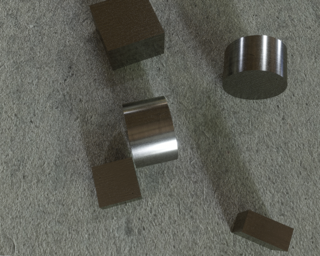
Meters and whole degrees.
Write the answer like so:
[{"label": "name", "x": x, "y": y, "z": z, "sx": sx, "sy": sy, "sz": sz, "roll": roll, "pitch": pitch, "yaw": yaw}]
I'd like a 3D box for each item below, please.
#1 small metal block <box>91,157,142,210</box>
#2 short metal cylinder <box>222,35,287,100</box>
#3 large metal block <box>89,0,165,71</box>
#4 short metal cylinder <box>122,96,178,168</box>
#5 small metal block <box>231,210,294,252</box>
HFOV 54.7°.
[{"label": "small metal block", "x": -0.053, "y": 0.068, "z": 0.382, "sx": 0.050, "sy": 0.025, "sz": 0.050, "roll": -14, "pitch": 71, "yaw": -6}, {"label": "short metal cylinder", "x": 0.125, "y": -0.077, "z": 0.409, "sx": 0.080, "sy": 0.080, "sz": 0.050, "roll": 7, "pitch": 70, "yaw": 2}, {"label": "large metal block", "x": -0.046, "y": -0.141, "z": 0.446, "sx": 0.080, "sy": 0.050, "sz": 0.080, "roll": -21, "pitch": 72, "yaw": -8}, {"label": "short metal cylinder", "x": -0.012, "y": 0.005, "z": 0.377, "sx": 0.050, "sy": 0.080, "sz": 0.080, "roll": -12, "pitch": 71, "yaw": -5}, {"label": "small metal block", "x": 0.115, "y": 0.117, "z": 0.353, "sx": 0.050, "sy": 0.050, "sz": 0.025, "roll": 22, "pitch": 72, "yaw": 7}]
